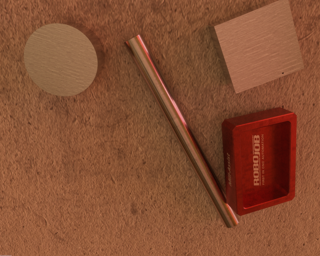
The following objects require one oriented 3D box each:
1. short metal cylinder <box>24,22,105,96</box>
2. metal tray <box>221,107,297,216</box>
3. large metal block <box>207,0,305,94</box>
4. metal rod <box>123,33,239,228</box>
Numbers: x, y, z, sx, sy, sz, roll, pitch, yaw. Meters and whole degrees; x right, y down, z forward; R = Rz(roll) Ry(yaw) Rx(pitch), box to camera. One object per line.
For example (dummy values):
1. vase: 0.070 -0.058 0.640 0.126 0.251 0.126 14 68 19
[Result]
1. short metal cylinder: -0.109 -0.082 0.365 0.081 0.050 0.079 0 110 -1
2. metal tray: 0.133 0.045 0.413 0.091 0.030 0.129 -13 111 -13
3. large metal block: 0.110 -0.096 0.363 0.080 0.050 0.080 -21 109 7
4. metal rod: 0.037 0.016 0.416 0.025 0.025 0.299 -27 108 9
